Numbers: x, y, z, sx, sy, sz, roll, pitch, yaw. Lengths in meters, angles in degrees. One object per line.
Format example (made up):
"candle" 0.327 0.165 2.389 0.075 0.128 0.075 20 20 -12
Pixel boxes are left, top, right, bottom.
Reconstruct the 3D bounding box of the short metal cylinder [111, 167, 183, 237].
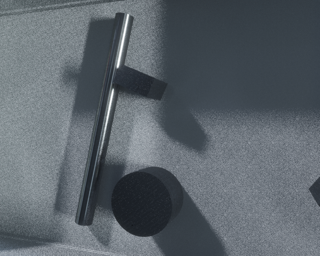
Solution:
"short metal cylinder" -0.015 0.093 0.402 0.080 0.050 0.079 0 90 19

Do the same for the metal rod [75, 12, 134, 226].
"metal rod" -0.079 -0.009 0.437 0.025 0.025 0.298 13 94 19

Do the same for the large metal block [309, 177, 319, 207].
"large metal block" 0.202 0.056 0.310 0.050 0.080 0.080 40 102 15

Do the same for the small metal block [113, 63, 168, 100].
"small metal block" -0.024 -0.059 0.405 0.050 0.050 0.025 26 99 18
